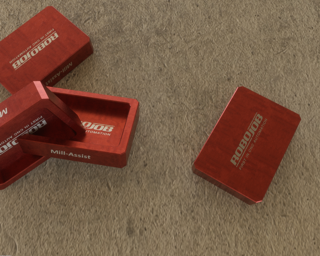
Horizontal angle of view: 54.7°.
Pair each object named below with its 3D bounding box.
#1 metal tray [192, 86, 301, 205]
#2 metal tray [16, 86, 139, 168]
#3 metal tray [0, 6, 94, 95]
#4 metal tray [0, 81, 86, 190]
[{"bbox_3d":[0.111,0.020,0.399,0.090,0.030,0.130,30,72,10],"label":"metal tray"},{"bbox_3d":[-0.098,-0.004,0.390,0.131,0.030,0.090,9,51,3],"label":"metal tray"},{"bbox_3d":[-0.173,-0.105,0.442,0.090,0.030,0.130,42,75,13],"label":"metal tray"},{"bbox_3d":[-0.163,0.013,0.354,0.130,0.090,0.030,-35,61,-2],"label":"metal tray"}]
